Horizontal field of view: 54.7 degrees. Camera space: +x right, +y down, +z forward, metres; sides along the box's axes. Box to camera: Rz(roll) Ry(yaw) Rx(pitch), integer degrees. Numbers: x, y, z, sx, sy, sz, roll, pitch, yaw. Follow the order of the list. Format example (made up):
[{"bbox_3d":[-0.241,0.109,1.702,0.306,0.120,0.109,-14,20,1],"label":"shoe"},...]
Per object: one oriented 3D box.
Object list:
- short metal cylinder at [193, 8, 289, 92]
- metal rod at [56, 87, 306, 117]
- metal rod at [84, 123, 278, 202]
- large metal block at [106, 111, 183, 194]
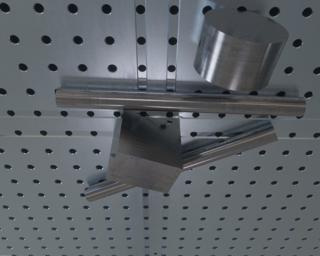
[{"bbox_3d":[0.078,-0.079,0.309,0.081,0.080,0.050,6,130,-6],"label":"short metal cylinder"},{"bbox_3d":[0.027,-0.032,0.384,0.302,0.025,0.025,2,130,-2],"label":"metal rod"},{"bbox_3d":[0.020,0.056,0.459,0.300,0.025,0.025,-21,127,16],"label":"metal rod"},{"bbox_3d":[-0.019,0.029,0.400,0.081,0.080,0.050,17,128,-14],"label":"large metal block"}]
